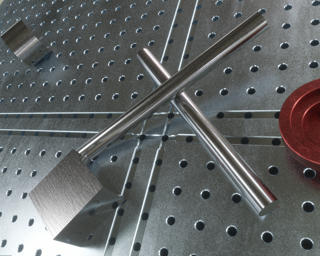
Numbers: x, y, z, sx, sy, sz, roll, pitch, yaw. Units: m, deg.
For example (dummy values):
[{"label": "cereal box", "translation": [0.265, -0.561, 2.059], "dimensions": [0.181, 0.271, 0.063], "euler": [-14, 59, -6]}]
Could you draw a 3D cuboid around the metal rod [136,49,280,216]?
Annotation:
[{"label": "metal rod", "translation": [0.041, -0.018, 0.396], "dimensions": [0.025, 0.025, 0.300], "euler": [-37, 51, 3]}]

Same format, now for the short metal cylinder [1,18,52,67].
[{"label": "short metal cylinder", "translation": [-0.261, -0.167, 0.609], "dimensions": [0.050, 0.080, 0.080], "euler": [-40, 51, 1]}]

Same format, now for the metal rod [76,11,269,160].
[{"label": "metal rod", "translation": [0.003, -0.042, 0.400], "dimensions": [0.300, 0.025, 0.025], "euler": [-36, 51, 16]}]

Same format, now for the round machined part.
[{"label": "round machined part", "translation": [0.172, 0.000, 0.307], "dimensions": [0.098, 0.042, 0.098], "euler": [-13, 56, 20]}]

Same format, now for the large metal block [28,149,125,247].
[{"label": "large metal block", "translation": [-0.106, 0.087, 0.392], "dimensions": [0.080, 0.050, 0.080], "euler": [-47, 52, -5]}]
